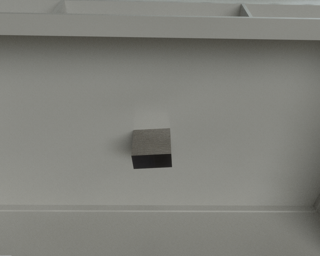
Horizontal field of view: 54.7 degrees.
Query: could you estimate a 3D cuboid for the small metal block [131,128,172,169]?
[{"bbox_3d":[-0.010,0.027,0.416,0.050,0.050,0.025,-3,130,2],"label":"small metal block"}]
